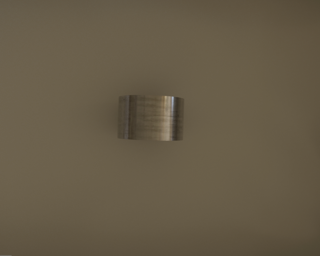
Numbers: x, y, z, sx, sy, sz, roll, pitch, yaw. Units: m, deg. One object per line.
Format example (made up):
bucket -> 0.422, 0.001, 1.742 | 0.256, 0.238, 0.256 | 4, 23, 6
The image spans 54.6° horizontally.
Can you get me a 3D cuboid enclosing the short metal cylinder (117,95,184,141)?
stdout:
short metal cylinder -> -0.011, -0.011, 0.381 | 0.080, 0.080, 0.050 | 2, 90, 0
